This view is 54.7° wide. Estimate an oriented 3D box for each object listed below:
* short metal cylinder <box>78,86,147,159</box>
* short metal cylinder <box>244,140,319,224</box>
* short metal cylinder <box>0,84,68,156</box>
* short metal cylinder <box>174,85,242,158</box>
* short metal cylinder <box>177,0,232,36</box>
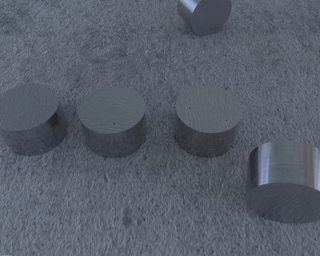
[{"bbox_3d":[-0.058,-0.008,0.393,0.080,0.050,0.080,0,50,0],"label":"short metal cylinder"},{"bbox_3d":[0.131,0.057,0.320,0.080,0.080,0.050,11,51,9],"label":"short metal cylinder"},{"bbox_3d":[-0.164,-0.011,0.395,0.080,0.050,0.080,0,50,0],"label":"short metal cylinder"},{"bbox_3d":[0.059,-0.009,0.395,0.080,0.050,0.080,0,50,0],"label":"short metal cylinder"},{"bbox_3d":[0.078,-0.211,0.546,0.081,0.080,0.050,-20,53,-16],"label":"short metal cylinder"}]
